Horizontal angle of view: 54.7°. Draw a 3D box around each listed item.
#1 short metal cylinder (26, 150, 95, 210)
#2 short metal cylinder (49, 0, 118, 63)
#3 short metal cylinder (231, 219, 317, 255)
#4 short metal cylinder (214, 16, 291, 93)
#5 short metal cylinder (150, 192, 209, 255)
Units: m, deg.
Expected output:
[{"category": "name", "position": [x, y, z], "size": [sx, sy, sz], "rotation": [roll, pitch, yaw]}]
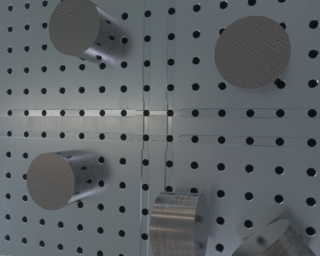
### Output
[{"category": "short metal cylinder", "position": [-0.143, 0.073, 0.450], "size": [0.080, 0.050, 0.080], "rotation": [0, 90, 20]}, {"category": "short metal cylinder", "position": [-0.107, -0.137, 0.437], "size": [0.080, 0.050, 0.079], "rotation": [0, 90, 20]}, {"category": "short metal cylinder", "position": [0.124, 0.145, 0.339], "size": [0.080, 0.080, 0.050], "rotation": [-40, 78, 16]}, {"category": "short metal cylinder", "position": [0.108, -0.083, 0.361], "size": [0.080, 0.050, 0.079], "rotation": [0, 90, 20]}, {"category": "short metal cylinder", "position": [0.026, 0.118, 0.374], "size": [0.050, 0.080, 0.080], "rotation": [-1, 90, 20]}]
